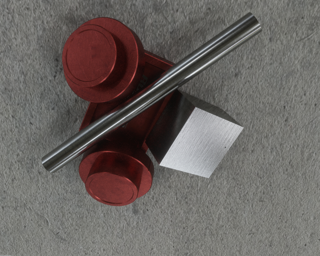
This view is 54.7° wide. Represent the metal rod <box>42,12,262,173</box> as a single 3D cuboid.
[{"bbox_3d":[-0.019,-0.035,0.367,0.300,0.025,0.025,-33,107,11],"label":"metal rod"}]

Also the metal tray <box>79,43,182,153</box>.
[{"bbox_3d":[-0.037,-0.034,0.395,0.090,0.030,0.129,23,108,-9],"label":"metal tray"}]

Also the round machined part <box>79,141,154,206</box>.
[{"bbox_3d":[-0.059,0.066,0.407,0.099,0.042,0.097,4,131,5],"label":"round machined part"}]

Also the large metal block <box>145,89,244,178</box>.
[{"bbox_3d":[0.041,0.009,0.386,0.080,0.050,0.080,19,110,-33],"label":"large metal block"}]

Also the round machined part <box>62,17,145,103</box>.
[{"bbox_3d":[-0.070,-0.078,0.351,0.098,0.042,0.097,0,89,20],"label":"round machined part"}]
